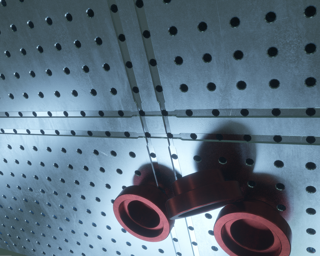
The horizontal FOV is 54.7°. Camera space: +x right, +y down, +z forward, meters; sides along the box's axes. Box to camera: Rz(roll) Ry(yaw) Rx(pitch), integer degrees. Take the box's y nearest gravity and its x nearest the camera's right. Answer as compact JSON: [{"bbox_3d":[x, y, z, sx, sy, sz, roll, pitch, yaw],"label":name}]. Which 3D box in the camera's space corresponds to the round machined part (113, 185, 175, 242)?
[{"bbox_3d":[-0.021,0.129,0.490,0.098,0.042,0.097,13,124,20],"label":"round machined part"}]

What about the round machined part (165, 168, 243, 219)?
[{"bbox_3d":[0.053,0.083,0.399,0.098,0.099,0.042,-34,62,38],"label":"round machined part"}]

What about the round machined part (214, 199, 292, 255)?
[{"bbox_3d":[0.126,0.136,0.417,0.098,0.042,0.097,13,124,20],"label":"round machined part"}]
